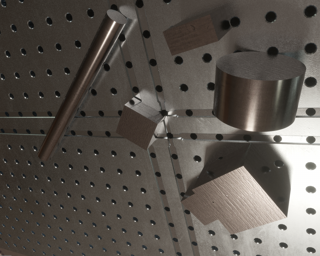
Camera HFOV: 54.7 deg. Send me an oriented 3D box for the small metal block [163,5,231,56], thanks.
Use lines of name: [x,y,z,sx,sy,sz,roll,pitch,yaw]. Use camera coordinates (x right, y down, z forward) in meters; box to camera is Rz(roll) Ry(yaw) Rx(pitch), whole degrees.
small metal block: [0.039,-0.099,0.313,0.050,0.050,0.025,-10,113,32]

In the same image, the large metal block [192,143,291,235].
large metal block: [0.102,0.078,0.389,0.080,0.050,0.080,49,128,-7]

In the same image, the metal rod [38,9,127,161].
metal rod: [-0.126,-0.040,0.450,0.025,0.025,0.298,41,129,0]

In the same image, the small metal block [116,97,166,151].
small metal block: [-0.027,-0.005,0.421,0.050,0.025,0.050,30,128,8]

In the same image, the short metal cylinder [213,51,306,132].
short metal cylinder: [0.094,-0.038,0.302,0.080,0.080,0.050,12,123,21]

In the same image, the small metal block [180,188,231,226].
small metal block: [0.067,0.105,0.440,0.050,0.025,0.050,45,129,-4]
